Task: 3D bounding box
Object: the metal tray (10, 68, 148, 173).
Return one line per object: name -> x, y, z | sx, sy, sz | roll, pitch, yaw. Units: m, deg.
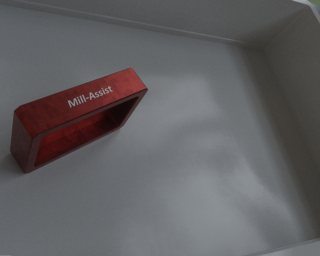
metal tray -> -0.083, -0.009, 0.324 | 0.131, 0.090, 0.030 | -28, 78, -37
